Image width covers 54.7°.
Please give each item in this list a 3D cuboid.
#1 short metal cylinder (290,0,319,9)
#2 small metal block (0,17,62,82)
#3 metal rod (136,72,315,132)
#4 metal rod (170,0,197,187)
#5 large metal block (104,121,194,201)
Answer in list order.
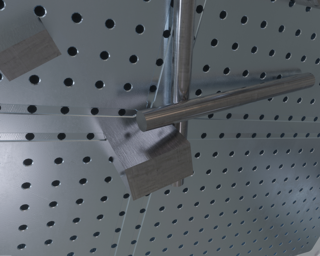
[{"bbox_3d":[0.206,-0.193,0.389,0.081,0.050,0.079,-14,124,-21],"label":"short metal cylinder"},{"bbox_3d":[-0.123,-0.073,0.282,0.050,0.050,0.025,-31,129,-9],"label":"small metal block"},{"bbox_3d":[0.108,-0.042,0.422,0.303,0.025,0.025,-15,125,-28],"label":"metal rod"},{"bbox_3d":[0.026,-0.045,0.397,0.025,0.025,0.298,-13,124,-21],"label":"metal rod"},{"bbox_3d":[-0.015,0.032,0.387,0.081,0.080,0.050,-21,127,-16],"label":"large metal block"}]
